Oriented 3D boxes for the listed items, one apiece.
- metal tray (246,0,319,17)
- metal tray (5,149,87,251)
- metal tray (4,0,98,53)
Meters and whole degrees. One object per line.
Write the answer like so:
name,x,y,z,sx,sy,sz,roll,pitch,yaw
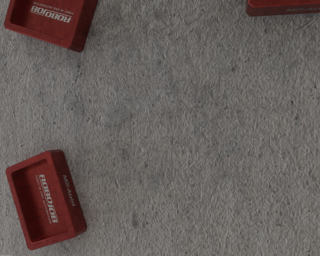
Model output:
metal tray,0.162,-0.174,0.337,0.131,0.030,0.089,0,90,10
metal tray,-0.172,0.107,0.467,0.090,0.030,0.129,-22,83,18
metal tray,-0.165,-0.175,0.464,0.130,0.030,0.089,21,97,18
